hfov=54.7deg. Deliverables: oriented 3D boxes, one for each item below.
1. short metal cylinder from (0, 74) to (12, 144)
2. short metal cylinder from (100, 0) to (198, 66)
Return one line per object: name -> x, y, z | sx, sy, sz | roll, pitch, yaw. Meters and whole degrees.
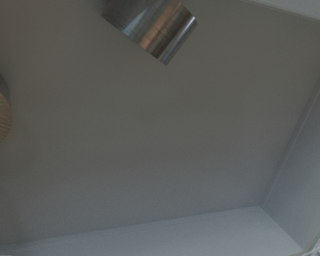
short metal cylinder -> -0.180, -0.019, 0.282 | 0.081, 0.050, 0.079 | -14, 124, -21
short metal cylinder -> -0.010, -0.105, 0.302 | 0.080, 0.080, 0.050 | 30, 102, -38
